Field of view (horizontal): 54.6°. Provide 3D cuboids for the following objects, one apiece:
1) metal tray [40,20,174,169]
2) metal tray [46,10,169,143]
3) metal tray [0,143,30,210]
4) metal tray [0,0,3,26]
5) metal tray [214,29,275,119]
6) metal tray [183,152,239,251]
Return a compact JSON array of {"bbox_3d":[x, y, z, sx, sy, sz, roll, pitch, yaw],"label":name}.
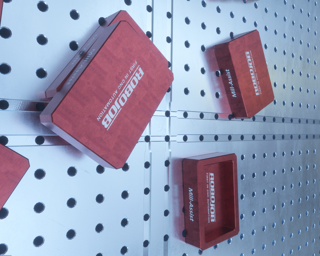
[{"bbox_3d":[-0.048,-0.034,0.325,0.090,0.030,0.130,43,64,-31],"label":"metal tray"},{"bbox_3d":[-0.054,-0.058,0.359,0.090,0.030,0.130,45,63,-31],"label":"metal tray"},{"bbox_3d":[-0.184,0.060,0.252,0.090,0.030,0.130,41,65,-32],"label":"metal tray"},{"bbox_3d":[-0.183,-0.090,0.251,0.091,0.030,0.129,8,85,-40],"label":"metal tray"},{"bbox_3d":[0.146,-0.091,0.526,0.091,0.030,0.129,-31,110,-35],"label":"metal tray"},{"bbox_3d":[0.079,0.106,0.471,0.091,0.030,0.129,-5,93,-40],"label":"metal tray"}]
